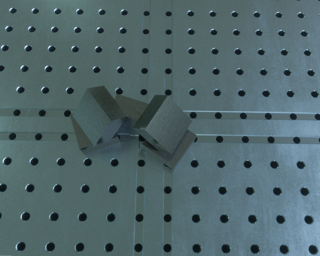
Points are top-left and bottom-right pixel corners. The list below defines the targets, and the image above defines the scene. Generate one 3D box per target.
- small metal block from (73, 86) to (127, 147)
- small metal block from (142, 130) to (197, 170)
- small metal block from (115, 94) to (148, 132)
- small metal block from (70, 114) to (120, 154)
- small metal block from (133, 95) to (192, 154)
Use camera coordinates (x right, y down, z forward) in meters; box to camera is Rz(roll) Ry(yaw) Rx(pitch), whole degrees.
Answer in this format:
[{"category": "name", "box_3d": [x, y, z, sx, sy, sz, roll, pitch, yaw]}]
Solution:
[{"category": "small metal block", "box_3d": [-0.073, -0.014, 0.373, 0.025, 0.050, 0.050, -20, 66, -48]}, {"category": "small metal block", "box_3d": [0.012, 0.019, 0.405, 0.050, 0.025, 0.050, 34, 73, 11]}, {"category": "small metal block", "box_3d": [-0.034, -0.016, 0.404, 0.050, 0.050, 0.025, 18, 71, 6]}, {"category": "small metal block", "box_3d": [-0.086, 0.001, 0.411, 0.050, 0.025, 0.050, -18, 71, -7]}, {"category": "small metal block", "box_3d": [0.004, -0.004, 0.372, 0.050, 0.025, 0.050, 44, 69, -32]}]
